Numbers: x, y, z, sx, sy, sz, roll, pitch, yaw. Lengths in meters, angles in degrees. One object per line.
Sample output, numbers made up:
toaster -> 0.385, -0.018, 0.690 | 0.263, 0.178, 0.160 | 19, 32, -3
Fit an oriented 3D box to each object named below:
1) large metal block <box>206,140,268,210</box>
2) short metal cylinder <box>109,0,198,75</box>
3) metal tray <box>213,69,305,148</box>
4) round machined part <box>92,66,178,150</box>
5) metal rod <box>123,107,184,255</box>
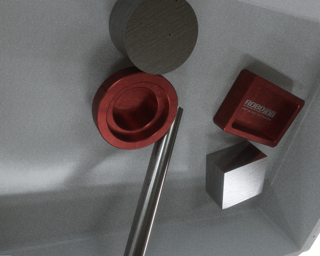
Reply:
large metal block -> 0.124, 0.077, 0.510 | 0.081, 0.050, 0.079 | -18, 126, -19
short metal cylinder -> -0.007, -0.103, 0.326 | 0.081, 0.050, 0.079 | -14, 125, -21
metal tray -> 0.154, -0.026, 0.476 | 0.131, 0.030, 0.089 | 16, 110, -35
round machined part -> -0.032, -0.026, 0.365 | 0.099, 0.042, 0.097 | -14, 124, -21
metal rod -> -0.020, 0.115, 0.382 | 0.025, 0.025, 0.299 | 23, 78, -37
